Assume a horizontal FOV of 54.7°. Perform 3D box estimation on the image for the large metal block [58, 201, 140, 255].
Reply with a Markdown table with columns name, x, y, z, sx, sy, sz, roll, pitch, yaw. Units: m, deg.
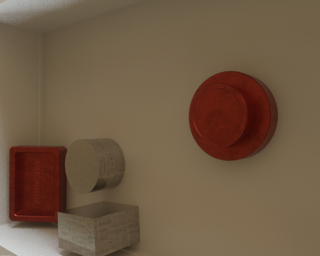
| name | x | y | z | sx | sy | sz | roll | pitch | yaw |
| --- | --- | --- | --- | --- | --- | --- | --- | --- | --- |
| large metal block | -0.086 | 0.140 | 0.440 | 0.080 | 0.081 | 0.050 | -5 | 87 | 39 |

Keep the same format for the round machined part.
| name | x | y | z | sx | sy | sz | roll | pitch | yaw |
| --- | --- | --- | --- | --- | --- | --- | --- | --- | --- |
| round machined part | 0.071 | -0.013 | 0.336 | 0.098 | 0.042 | 0.097 | 0 | 90 | 39 |

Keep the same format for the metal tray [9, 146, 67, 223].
| name | x | y | z | sx | sy | sz | roll | pitch | yaw |
| --- | --- | --- | --- | --- | --- | --- | --- | --- | --- |
| metal tray | -0.215 | 0.097 | 0.547 | 0.091 | 0.030 | 0.129 | 1 | 91 | 4 |

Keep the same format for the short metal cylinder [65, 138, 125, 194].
| name | x | y | z | sx | sy | sz | roll | pitch | yaw |
| --- | --- | --- | --- | --- | --- | --- | --- | --- | --- |
| short metal cylinder | -0.099 | 0.056 | 0.470 | 0.080 | 0.050 | 0.079 | 0 | 90 | 39 |
